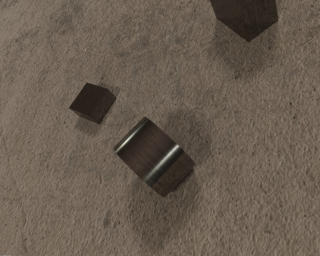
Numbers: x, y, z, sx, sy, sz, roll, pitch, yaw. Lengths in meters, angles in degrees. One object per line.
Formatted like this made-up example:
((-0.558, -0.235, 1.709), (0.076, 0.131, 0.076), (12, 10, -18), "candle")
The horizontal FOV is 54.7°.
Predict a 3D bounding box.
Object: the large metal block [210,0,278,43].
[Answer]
((0.108, -0.177, 0.420), (0.050, 0.080, 0.080), (-37, 51, 3), "large metal block")

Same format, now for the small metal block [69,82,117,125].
((-0.104, -0.039, 0.480), (0.050, 0.025, 0.050), (20, 72, 35), "small metal block")

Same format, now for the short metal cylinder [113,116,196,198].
((-0.006, 0.032, 0.351), (0.050, 0.080, 0.080), (-46, 52, -4), "short metal cylinder")
